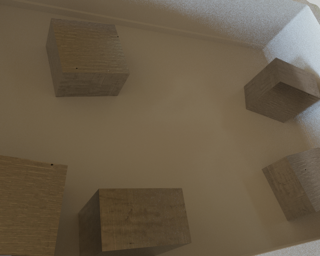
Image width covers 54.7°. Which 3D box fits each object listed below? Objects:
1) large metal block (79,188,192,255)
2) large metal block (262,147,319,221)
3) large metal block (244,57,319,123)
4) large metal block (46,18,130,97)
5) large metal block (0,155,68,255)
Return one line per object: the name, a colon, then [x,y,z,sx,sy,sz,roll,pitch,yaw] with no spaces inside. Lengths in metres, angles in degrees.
large metal block: [-0.028,0.095,0.297,0.081,0.080,0.050,5,60,-26]
large metal block: [0.211,0.080,0.454,0.081,0.050,0.080,-8,66,-32]
large metal block: [0.199,-0.059,0.513,0.081,0.080,0.050,18,55,-18]
large metal block: [-0.093,-0.087,0.392,0.081,0.050,0.080,-5,64,-30]
large metal block: [-0.133,0.073,0.274,0.081,0.050,0.080,13,57,-21]
